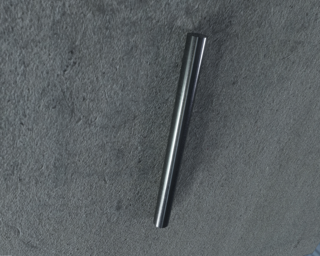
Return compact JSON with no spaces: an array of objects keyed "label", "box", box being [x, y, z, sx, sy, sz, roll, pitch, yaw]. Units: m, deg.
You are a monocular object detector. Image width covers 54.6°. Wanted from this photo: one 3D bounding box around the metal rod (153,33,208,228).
[{"label":"metal rod","box":[0.023,0.022,0.431,0.025,0.025,0.298,-5,121,-26]}]
